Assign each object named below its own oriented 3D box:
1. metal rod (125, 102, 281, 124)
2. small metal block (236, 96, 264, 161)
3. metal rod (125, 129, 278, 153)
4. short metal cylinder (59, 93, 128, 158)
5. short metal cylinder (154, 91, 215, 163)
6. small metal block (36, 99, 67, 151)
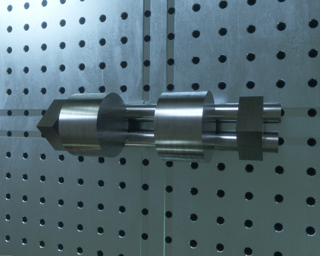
[{"bbox_3d":[0.000,-0.020,0.413,0.301,0.025,0.025,1,91,19],"label":"metal rod"},{"bbox_3d":[0.100,0.001,0.340,0.025,0.050,0.050,1,49,20],"label":"small metal block"},{"bbox_3d":[-0.003,0.015,0.414,0.301,0.025,0.025,1,91,19],"label":"metal rod"},{"bbox_3d":[-0.080,-0.004,0.388,0.050,0.080,0.079,1,90,20],"label":"short metal cylinder"},{"bbox_3d":[0.031,-0.002,0.349,0.050,0.080,0.079,1,90,20],"label":"short metal cylinder"},{"bbox_3d":[-0.133,-0.004,0.422,0.025,0.050,0.050,1,48,20],"label":"small metal block"}]
